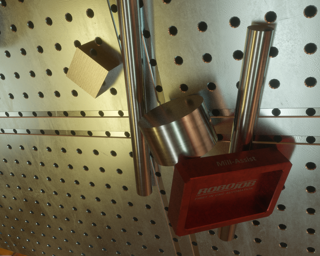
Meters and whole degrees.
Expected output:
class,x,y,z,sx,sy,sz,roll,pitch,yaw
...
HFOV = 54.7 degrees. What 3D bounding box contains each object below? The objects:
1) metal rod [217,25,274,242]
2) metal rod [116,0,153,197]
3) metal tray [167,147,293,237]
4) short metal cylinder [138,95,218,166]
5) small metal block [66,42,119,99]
class,x,y,z,sx,sy,sz,roll,pitch,yaw
metal rod,0.097,0.030,0.377,0.025,0.025,0.298,13,124,20
metal rod,-0.030,-0.030,0.406,0.025,0.025,0.298,11,123,22
metal tray,0.078,0.073,0.358,0.131,0.030,0.089,-6,125,-18
short metal cylinder,0.021,0.002,0.364,0.080,0.080,0.050,-11,113,32
small metal block,-0.090,-0.076,0.410,0.050,0.025,0.050,38,129,2
